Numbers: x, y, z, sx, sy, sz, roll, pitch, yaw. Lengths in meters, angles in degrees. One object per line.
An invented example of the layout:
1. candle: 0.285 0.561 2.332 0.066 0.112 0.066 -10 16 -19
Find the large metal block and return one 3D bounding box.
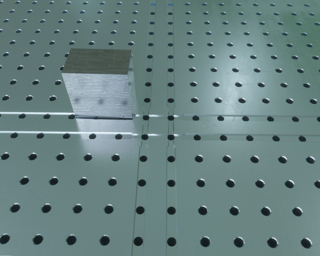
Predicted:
1. large metal block: -0.078 -0.059 0.422 0.080 0.080 0.050 2 50 1
